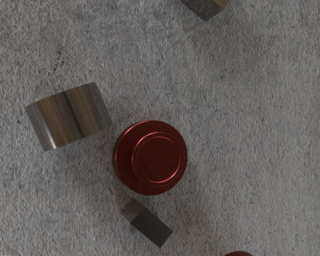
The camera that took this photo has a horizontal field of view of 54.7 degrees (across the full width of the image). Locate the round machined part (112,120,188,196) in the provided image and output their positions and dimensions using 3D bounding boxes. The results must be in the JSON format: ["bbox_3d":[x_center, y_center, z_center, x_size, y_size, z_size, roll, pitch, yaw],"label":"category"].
[{"bbox_3d":[-0.008,0.038,0.398,0.099,0.042,0.097,0,90,-21],"label":"round machined part"}]

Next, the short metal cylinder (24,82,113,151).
[{"bbox_3d":[-0.100,-0.013,0.343,0.081,0.080,0.050,-24,98,-19],"label":"short metal cylinder"}]

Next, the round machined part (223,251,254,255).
[{"bbox_3d":[0.107,0.224,0.441,0.099,0.042,0.097,0,90,-21],"label":"round machined part"}]

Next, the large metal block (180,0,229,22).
[{"bbox_3d":[0.063,-0.208,0.420,0.080,0.050,0.080,35,79,-17],"label":"large metal block"}]

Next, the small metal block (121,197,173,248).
[{"bbox_3d":[-0.018,0.118,0.390,0.050,0.050,0.025,44,76,-15],"label":"small metal block"}]
